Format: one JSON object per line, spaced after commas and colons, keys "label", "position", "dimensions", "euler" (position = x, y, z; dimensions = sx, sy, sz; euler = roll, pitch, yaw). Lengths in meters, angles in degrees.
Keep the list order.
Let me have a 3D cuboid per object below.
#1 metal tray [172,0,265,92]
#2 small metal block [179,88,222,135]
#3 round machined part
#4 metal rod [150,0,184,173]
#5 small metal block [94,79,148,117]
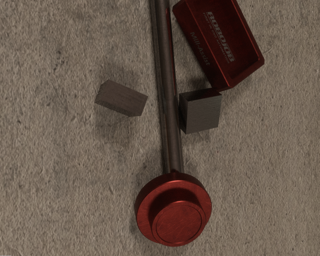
{"label": "metal tray", "position": [0.084, -0.126, 0.427], "dimensions": [0.091, 0.030, 0.130], "euler": [-36, 102, -31]}
{"label": "small metal block", "position": [0.053, -0.023, 0.418], "dimensions": [0.050, 0.025, 0.050], "euler": [-12, 124, -20]}
{"label": "round machined part", "position": [0.019, 0.109, 0.391], "dimensions": [0.099, 0.042, 0.097], "euler": [-4, 112, -11]}
{"label": "metal rod", "position": [0.009, -0.060, 0.413], "dimensions": [0.025, 0.025, 0.298], "euler": [-6, 92, -20]}
{"label": "small metal block", "position": [-0.049, -0.035, 0.378], "dimensions": [0.050, 0.050, 0.025], "euler": [22, 83, -19]}
